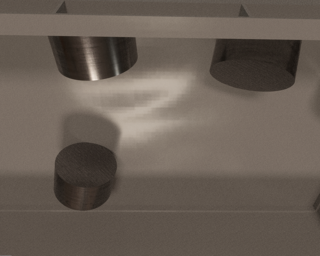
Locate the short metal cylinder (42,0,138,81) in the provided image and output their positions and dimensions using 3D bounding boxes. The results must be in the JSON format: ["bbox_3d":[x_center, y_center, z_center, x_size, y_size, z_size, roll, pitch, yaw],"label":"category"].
[{"bbox_3d":[-0.064,-0.088,0.297,0.080,0.080,0.050,-3,130,2],"label":"short metal cylinder"}]

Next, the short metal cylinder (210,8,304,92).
[{"bbox_3d":[0.094,-0.073,0.305,0.080,0.050,0.080,13,171,2],"label":"short metal cylinder"}]

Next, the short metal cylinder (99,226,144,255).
[{"bbox_3d":[-0.068,0.230,0.570,0.081,0.080,0.050,0,130,-1],"label":"short metal cylinder"}]

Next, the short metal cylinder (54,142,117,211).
[{"bbox_3d":[-0.103,0.066,0.427,0.081,0.080,0.050,10,129,-9],"label":"short metal cylinder"}]
